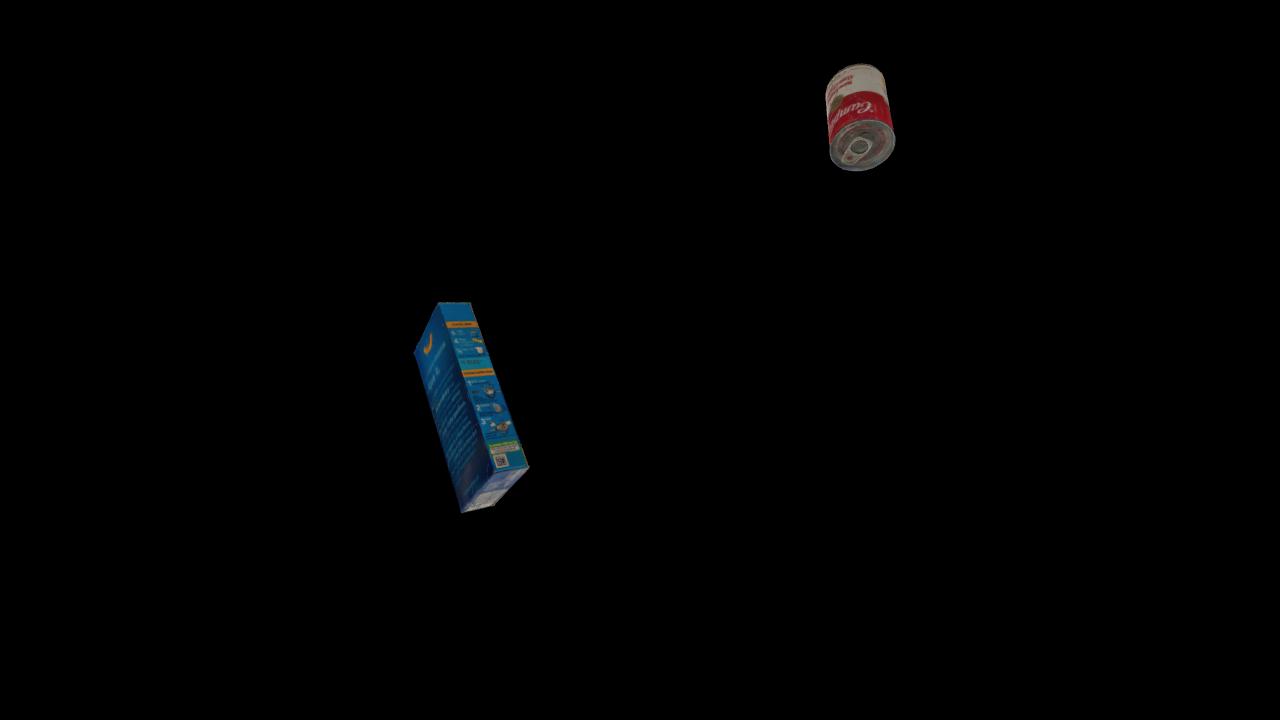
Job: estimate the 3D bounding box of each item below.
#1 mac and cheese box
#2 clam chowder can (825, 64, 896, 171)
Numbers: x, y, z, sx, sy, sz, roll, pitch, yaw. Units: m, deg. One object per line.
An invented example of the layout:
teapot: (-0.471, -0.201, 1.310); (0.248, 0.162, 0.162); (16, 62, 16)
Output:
mac and cheese box: (-0.168, 0.044, 0.594); (0.041, 0.184, 0.093); (-5, -30, -39)
clam chowder can: (0.244, -0.272, 0.687); (0.068, 0.102, 0.068); (5, -31, 3)
